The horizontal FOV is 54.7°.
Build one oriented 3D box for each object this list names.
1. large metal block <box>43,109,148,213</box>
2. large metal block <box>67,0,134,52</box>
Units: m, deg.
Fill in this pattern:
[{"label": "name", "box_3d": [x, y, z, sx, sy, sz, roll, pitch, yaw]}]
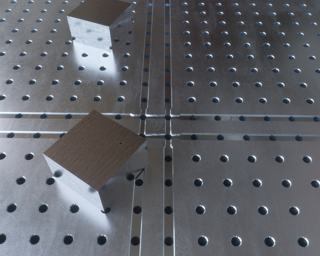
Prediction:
[{"label": "large metal block", "box_3d": [-0.071, 0.036, 0.360, 0.080, 0.050, 0.080, 29, 55, 21]}, {"label": "large metal block", "box_3d": [-0.102, -0.186, 0.547, 0.080, 0.050, 0.080, 19, 52, 14]}]
